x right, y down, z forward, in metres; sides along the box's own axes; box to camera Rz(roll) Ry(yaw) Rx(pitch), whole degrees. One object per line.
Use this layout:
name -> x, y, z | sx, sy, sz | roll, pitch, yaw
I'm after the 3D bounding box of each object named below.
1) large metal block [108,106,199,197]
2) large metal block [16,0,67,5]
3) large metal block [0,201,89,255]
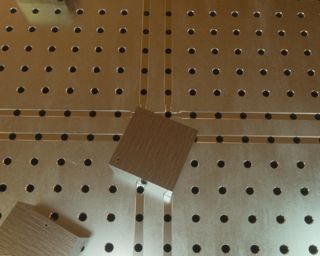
large metal block -> -0.007, 0.031, 0.387 | 0.080, 0.050, 0.080 | 22, 71, 7
large metal block -> -0.187, -0.244, 0.485 | 0.081, 0.050, 0.080 | 4, 70, 1
large metal block -> -0.140, 0.140, 0.346 | 0.080, 0.050, 0.080 | 27, 72, 9
